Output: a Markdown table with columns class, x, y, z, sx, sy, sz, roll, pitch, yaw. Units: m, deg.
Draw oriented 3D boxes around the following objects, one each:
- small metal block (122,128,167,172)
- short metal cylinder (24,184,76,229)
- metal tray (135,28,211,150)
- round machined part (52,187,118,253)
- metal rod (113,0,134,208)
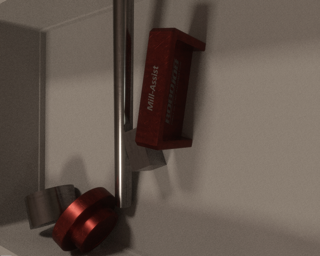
| class | x | y | z | sx | sy | sz | roll | pitch | yaw |
| --- | --- | --- | --- | --- | --- | --- | --- | --- | --- |
| small metal block | -0.019 | 0.028 | 0.401 | 0.025 | 0.050 | 0.050 | -23 | 75 | 21 |
| short metal cylinder | -0.178 | 0.131 | 0.515 | 0.080 | 0.081 | 0.050 | -29 | 72 | 36 |
| metal tray | 0.018 | -0.042 | 0.365 | 0.030 | 0.091 | 0.129 | 11 | 96 | 34 |
| round machined part | -0.098 | 0.136 | 0.439 | 0.042 | 0.099 | 0.097 | 36 | 112 | 22 |
| metal rod | -0.048 | -0.033 | 0.405 | 0.025 | 0.025 | 0.298 | 16 | 112 | 38 |
